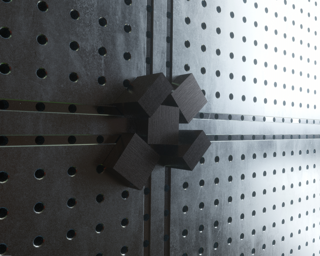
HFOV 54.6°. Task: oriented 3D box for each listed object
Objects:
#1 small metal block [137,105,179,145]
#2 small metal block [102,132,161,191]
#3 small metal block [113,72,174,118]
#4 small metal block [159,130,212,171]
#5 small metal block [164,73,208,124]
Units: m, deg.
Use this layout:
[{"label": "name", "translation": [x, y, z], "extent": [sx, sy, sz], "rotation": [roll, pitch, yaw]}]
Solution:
[{"label": "small metal block", "translation": [-0.002, -0.004, 0.405], "extent": [0.050, 0.025, 0.050], "rotation": [4, 86, -39]}, {"label": "small metal block", "translation": [-0.034, 0.040, 0.379], "extent": [0.050, 0.025, 0.050], "rotation": [46, 62, -31]}, {"label": "small metal block", "translation": [-0.020, -0.039, 0.374], "extent": [0.025, 0.050, 0.050], "rotation": [52, 60, -28]}, {"label": "small metal block", "translation": [0.033, 0.029, 0.419], "extent": [0.050, 0.050, 0.025], "rotation": [-50, 119, -28]}, {"label": "small metal block", "translation": [0.034, -0.041, 0.436], "extent": [0.050, 0.025, 0.050], "rotation": [-47, 118, -29]}]
